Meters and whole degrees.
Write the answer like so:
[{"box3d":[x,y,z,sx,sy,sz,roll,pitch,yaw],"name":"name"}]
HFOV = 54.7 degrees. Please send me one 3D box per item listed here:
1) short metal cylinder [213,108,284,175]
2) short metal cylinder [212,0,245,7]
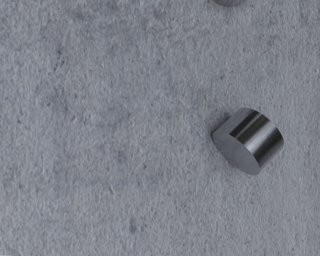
[{"box3d":[0.120,0.019,0.426,0.050,0.080,0.080,-42,104,-15],"name":"short metal cylinder"},{"box3d":[0.106,-0.220,0.436,0.081,0.050,0.079,0,90,-21],"name":"short metal cylinder"}]
